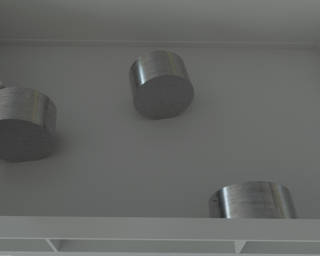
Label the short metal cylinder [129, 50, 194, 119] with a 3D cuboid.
[{"bbox_3d":[0.001,-0.057,0.417,0.081,0.080,0.050,-8,51,-7],"label":"short metal cylinder"}]

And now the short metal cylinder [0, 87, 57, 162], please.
[{"bbox_3d":[-0.167,-0.003,0.370,0.081,0.080,0.050,-7,51,-6],"label":"short metal cylinder"}]

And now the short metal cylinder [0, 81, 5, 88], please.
[{"bbox_3d":[-0.244,-0.038,0.394,0.080,0.079,0.050,17,42,13],"label":"short metal cylinder"}]

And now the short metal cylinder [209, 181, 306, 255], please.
[{"bbox_3d":[0.089,0.092,0.293,0.081,0.080,0.050,1,50,0],"label":"short metal cylinder"}]
